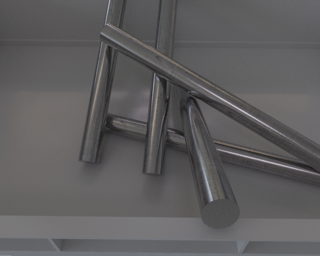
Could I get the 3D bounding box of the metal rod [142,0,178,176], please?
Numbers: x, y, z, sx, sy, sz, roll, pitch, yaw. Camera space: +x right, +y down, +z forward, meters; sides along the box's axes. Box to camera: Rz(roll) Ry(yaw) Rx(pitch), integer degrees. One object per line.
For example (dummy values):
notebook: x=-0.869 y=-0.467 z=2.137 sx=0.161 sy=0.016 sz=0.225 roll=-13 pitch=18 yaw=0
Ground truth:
metal rod: x=0.004 y=-0.089 z=0.399 sx=0.025 sy=0.025 sz=0.299 roll=4 pitch=73 yaw=3

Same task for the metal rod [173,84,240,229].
metal rod: x=0.035 y=-0.009 z=0.335 sx=0.025 sy=0.025 sz=0.300 roll=-1 pitch=26 yaw=-1

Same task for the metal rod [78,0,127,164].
metal rod: x=-0.068 y=-0.103 z=0.408 sx=0.025 sy=0.025 sz=0.299 roll=6 pitch=76 yaw=5

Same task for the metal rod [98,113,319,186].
metal rod: x=0.067 y=0.026 z=0.383 sx=0.301 sy=0.025 sz=0.025 roll=14 pitch=51 yaw=11

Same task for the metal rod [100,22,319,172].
metal rod: x=0.061 y=-0.038 z=0.359 sx=0.301 sy=0.025 sz=0.025 roll=32 pitch=56 yaw=7
